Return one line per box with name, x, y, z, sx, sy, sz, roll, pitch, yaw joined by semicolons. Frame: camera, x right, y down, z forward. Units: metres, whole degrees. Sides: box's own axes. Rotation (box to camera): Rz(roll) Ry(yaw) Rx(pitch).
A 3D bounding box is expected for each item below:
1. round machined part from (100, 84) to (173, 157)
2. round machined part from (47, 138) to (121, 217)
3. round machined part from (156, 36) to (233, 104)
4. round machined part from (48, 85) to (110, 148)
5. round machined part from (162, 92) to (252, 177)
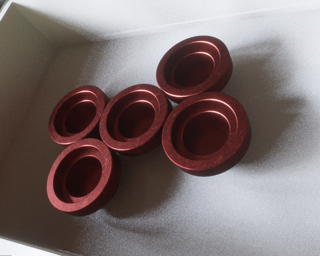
round machined part;-0.027;-0.007;0.409;0.098;0.042;0.098;-13;56;21
round machined part;-0.092;0.065;0.399;0.098;0.042;0.098;-13;56;21
round machined part;0.048;-0.071;0.410;0.098;0.042;0.098;-13;56;21
round machined part;-0.111;-0.011;0.458;0.098;0.042;0.098;-13;56;21
round machined part;0.056;0.010;0.356;0.098;0.042;0.098;-13;56;21
